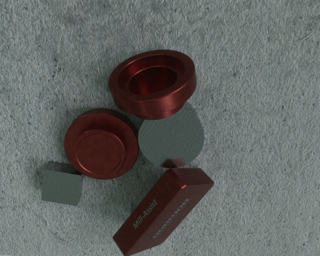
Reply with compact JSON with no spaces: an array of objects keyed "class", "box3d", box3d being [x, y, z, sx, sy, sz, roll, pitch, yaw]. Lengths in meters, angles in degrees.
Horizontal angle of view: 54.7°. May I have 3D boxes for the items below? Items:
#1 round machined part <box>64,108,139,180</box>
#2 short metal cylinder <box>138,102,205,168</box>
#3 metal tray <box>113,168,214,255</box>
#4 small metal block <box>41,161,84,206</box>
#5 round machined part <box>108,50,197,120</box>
[{"class":"round machined part","box3d":[-0.077,0.026,0.409,0.099,0.042,0.097,0,110,-1]},{"class":"short metal cylinder","box3d":[0.014,0.005,0.398,0.081,0.050,0.079,0,110,-1]},{"class":"metal tray","box3d":[0.006,0.111,0.418,0.030,0.090,0.129,46,109,29]},{"class":"small metal block","box3d":[-0.136,0.078,0.437,0.050,0.025,0.050,11,110,-5]},{"class":"round machined part","box3d":[-0.006,-0.047,0.358,0.099,0.098,0.042,-12,133,4]}]
